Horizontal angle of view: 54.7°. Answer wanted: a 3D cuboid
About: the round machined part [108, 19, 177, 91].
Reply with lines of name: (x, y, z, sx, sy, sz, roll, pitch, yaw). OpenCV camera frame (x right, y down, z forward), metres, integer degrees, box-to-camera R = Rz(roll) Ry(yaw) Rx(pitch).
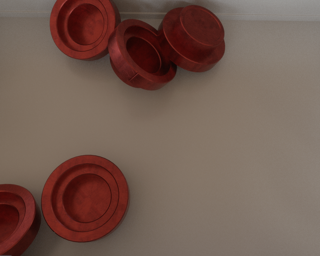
round machined part: (-0.028, -0.093, 0.417, 0.099, 0.042, 0.098, 22, 53, -32)

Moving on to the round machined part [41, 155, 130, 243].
round machined part: (-0.085, 0.084, 0.369, 0.099, 0.042, 0.098, 0, 70, 0)

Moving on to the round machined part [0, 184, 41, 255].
round machined part: (-0.182, 0.113, 0.344, 0.099, 0.042, 0.098, -2, 41, 2)

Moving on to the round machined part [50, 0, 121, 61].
round machined part: (-0.101, -0.144, 0.438, 0.098, 0.042, 0.097, 1, 96, 14)

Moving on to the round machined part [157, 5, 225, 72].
round machined part: (0.049, -0.130, 0.430, 0.099, 0.042, 0.098, 11, 62, -21)
